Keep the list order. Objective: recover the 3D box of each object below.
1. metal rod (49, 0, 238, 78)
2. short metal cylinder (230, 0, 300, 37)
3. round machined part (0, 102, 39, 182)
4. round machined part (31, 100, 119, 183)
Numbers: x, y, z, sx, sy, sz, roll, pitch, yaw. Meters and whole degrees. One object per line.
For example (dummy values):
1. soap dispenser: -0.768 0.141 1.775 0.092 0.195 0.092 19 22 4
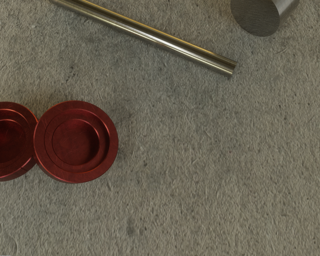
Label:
1. metal rod: -0.031 -0.144 0.460 0.301 0.025 0.025 25 72 8
2. short metal cylinder: 0.150 -0.180 0.446 0.080 0.080 0.050 39 75 13
3. round machined part: -0.194 0.019 0.390 0.099 0.042 0.098 0 70 0
4. round machined part: -0.104 0.019 0.377 0.099 0.042 0.098 8 74 -28
